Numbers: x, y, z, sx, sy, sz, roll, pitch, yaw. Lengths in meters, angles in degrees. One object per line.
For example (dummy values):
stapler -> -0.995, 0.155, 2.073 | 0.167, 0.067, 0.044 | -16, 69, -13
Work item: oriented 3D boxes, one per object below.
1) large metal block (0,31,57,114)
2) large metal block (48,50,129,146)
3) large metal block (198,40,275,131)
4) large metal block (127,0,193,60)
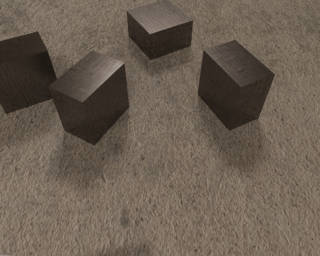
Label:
large metal block -> -0.191, -0.076, 0.429 | 0.081, 0.080, 0.050 | -22, 54, -18
large metal block -> -0.086, -0.039, 0.399 | 0.050, 0.080, 0.080 | 24, 54, 19
large metal block -> 0.097, -0.057, 0.417 | 0.050, 0.080, 0.080 | -22, 54, -17
large metal block -> -0.001, -0.170, 0.530 | 0.081, 0.050, 0.080 | -24, 54, -19
